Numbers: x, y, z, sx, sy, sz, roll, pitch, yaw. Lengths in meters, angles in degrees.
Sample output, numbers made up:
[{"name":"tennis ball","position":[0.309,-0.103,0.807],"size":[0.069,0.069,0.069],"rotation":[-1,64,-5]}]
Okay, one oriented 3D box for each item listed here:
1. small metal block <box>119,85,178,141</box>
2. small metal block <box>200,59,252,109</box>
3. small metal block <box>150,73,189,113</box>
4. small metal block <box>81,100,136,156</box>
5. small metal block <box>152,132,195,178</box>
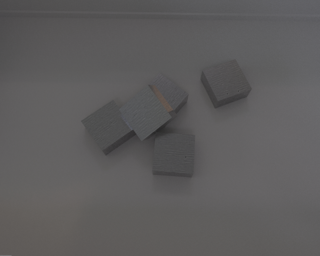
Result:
[{"name":"small metal block","position":[-0.015,-0.019,0.393],"size":[0.050,0.025,0.050],"rotation":[-38,83,19]},{"name":"small metal block","position":[0.091,-0.062,0.433],"size":[0.050,0.025,0.050],"rotation":[-20,71,-7]},{"name":"small metal block","position":[0.003,-0.038,0.423],"size":[0.050,0.025,0.050],"rotation":[38,74,12]},{"name":"small metal block","position":[-0.067,0.000,0.409],"size":[0.050,0.025,0.050],"rotation":[-35,74,-12]},{"name":"small metal block","position":[0.018,0.035,0.397],"size":[0.050,0.025,0.050],"rotation":[4,70,1]}]
